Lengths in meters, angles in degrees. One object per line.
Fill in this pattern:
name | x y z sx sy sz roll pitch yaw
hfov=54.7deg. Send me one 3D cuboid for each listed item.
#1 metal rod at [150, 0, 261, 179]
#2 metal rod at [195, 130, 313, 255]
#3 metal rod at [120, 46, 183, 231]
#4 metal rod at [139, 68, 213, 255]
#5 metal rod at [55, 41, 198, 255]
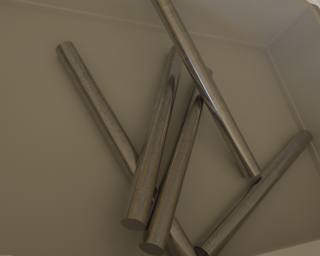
metal rod | 0.060 -0.066 0.428 0.025 0.025 0.299 -31 94 -38
metal rod | 0.147 0.078 0.436 0.302 0.025 0.025 -32 80 -38
metal rod | 0.002 -0.016 0.394 0.025 0.025 0.300 26 46 -12
metal rod | 0.032 0.013 0.394 0.025 0.025 0.301 31 45 -9
metal rod | -0.047 0.020 0.368 0.025 0.025 0.299 -22 74 -36
